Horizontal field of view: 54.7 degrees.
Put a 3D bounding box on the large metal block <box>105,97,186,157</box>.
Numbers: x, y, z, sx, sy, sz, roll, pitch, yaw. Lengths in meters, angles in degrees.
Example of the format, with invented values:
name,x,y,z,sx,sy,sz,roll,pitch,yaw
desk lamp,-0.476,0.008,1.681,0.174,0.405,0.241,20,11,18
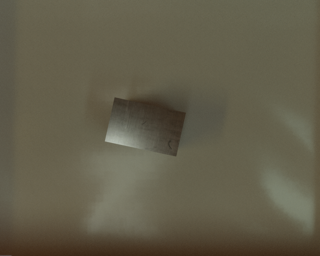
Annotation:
name,x,y,z,sx,sy,sz,roll,pitch,yaw
large metal block,-0.016,-0.001,0.381,0.080,0.080,0.050,12,90,-1
